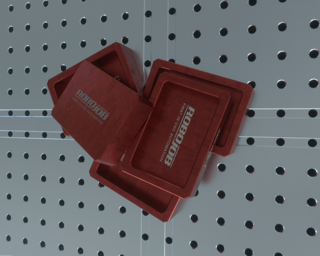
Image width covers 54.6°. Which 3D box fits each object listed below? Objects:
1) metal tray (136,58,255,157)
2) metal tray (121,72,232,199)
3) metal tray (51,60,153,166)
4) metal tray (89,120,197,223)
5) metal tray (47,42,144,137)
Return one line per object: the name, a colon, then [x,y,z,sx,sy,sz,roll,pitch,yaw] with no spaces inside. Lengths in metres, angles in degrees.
metal tray: [0.042,-0.027,0.394,0.130,0.030,0.090,20,96,19]
metal tray: [0.020,0.008,0.370,0.090,0.030,0.130,21,85,19]
metal tray: [-0.079,-0.023,0.395,0.130,0.030,0.090,36,94,39]
metal tray: [-0.022,0.053,0.418,0.130,0.030,0.090,28,99,18]
metal tray: [-0.090,-0.052,0.442,0.130,0.030,0.090,-24,82,19]
